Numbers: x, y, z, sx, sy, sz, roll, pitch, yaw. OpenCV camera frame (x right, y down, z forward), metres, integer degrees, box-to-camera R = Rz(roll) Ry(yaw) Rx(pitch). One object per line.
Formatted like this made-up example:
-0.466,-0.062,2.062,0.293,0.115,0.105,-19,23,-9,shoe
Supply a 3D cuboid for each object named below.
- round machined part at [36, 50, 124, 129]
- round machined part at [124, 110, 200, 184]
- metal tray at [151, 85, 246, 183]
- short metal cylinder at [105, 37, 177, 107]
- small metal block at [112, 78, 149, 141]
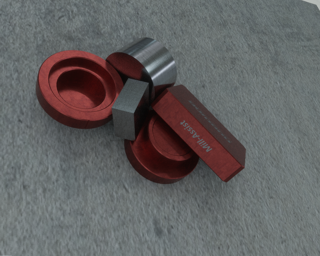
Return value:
-0.095,-0.041,0.369,0.099,0.042,0.098,14,56,-21,round machined part
0.008,0.017,0.390,0.099,0.042,0.098,14,56,-21,round machined part
0.055,0.001,0.404,0.130,0.030,0.090,46,19,3,metal tray
-0.025,-0.070,0.401,0.080,0.080,0.050,44,51,2,short metal cylinder
-0.033,-0.021,0.363,0.025,0.050,0.050,15,52,9,small metal block
